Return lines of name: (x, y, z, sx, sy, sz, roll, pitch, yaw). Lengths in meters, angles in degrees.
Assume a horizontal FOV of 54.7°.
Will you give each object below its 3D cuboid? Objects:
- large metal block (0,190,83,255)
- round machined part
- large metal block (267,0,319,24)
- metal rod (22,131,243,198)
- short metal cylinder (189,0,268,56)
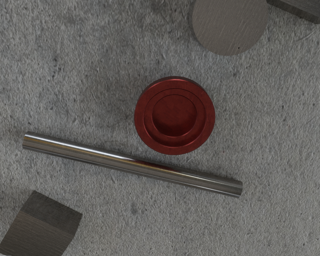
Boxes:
large metal block: (-0.172, 0.151, 0.450, 0.080, 0.050, 0.080, 31, 107, -11)
round machined part: (0.018, -0.018, 0.394, 0.099, 0.042, 0.097, 0, 110, -1)
large metal block: (0.167, -0.167, 0.337, 0.080, 0.050, 0.079, 20, 109, -8)
metal rod: (-0.032, 0.052, 0.428, 0.302, 0.025, 0.025, 14, 110, -6)
short metal cylinder: (0.074, -0.125, 0.351, 0.081, 0.050, 0.079, 0, 110, -1)
